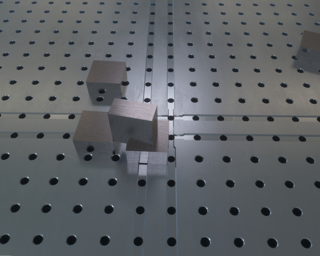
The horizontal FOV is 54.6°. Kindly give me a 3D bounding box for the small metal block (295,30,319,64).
[{"bbox_3d":[0.262,-0.136,0.523,0.050,0.025,0.050,18,52,15],"label":"small metal block"}]

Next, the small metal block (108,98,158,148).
[{"bbox_3d":[-0.030,-0.005,0.363,0.050,0.050,0.025,10,51,8],"label":"small metal block"}]

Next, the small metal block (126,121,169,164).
[{"bbox_3d":[-0.014,0.017,0.394,0.050,0.025,0.050,2,50,2],"label":"small metal block"}]

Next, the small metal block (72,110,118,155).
[{"bbox_3d":[-0.080,0.005,0.403,0.050,0.025,0.050,4,50,3],"label":"small metal block"}]

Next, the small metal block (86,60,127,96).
[{"bbox_3d":[-0.080,-0.076,0.472,0.050,0.025,0.050,4,50,3],"label":"small metal block"}]
